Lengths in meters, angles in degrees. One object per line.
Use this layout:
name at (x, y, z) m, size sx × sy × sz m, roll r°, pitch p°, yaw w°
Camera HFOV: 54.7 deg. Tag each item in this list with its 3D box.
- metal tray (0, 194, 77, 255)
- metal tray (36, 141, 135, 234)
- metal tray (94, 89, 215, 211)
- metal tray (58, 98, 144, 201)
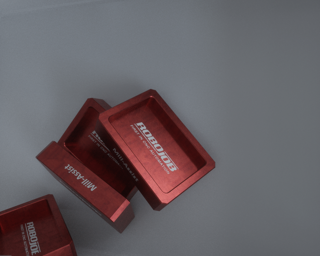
metal tray at (-0.169, 0.142, 0.402) m, size 0.130 × 0.091 × 0.030 m, roll 30°, pitch 132°, yaw 56°
metal tray at (-0.095, 0.080, 0.408) m, size 0.130 × 0.090 × 0.030 m, roll 34°, pitch 67°, yaw 16°
metal tray at (-0.006, 0.022, 0.379) m, size 0.130 × 0.091 × 0.030 m, roll 51°, pitch 147°, yaw 13°
metal tray at (-0.071, 0.031, 0.432) m, size 0.130 × 0.030 × 0.090 m, roll 41°, pitch 103°, yaw 15°
